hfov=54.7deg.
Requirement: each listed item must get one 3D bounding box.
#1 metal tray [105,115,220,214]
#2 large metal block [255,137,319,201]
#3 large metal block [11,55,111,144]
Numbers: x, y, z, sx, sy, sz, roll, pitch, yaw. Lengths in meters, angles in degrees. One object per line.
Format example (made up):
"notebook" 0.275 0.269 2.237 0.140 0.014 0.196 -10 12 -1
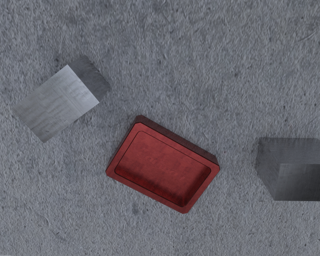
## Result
"metal tray" 0.004 0.052 0.426 0.131 0.030 0.090 29 107 -11
"large metal block" 0.178 0.051 0.401 0.081 0.080 0.050 1 110 -1
"large metal block" -0.111 -0.037 0.366 0.080 0.080 0.050 -34 107 12
